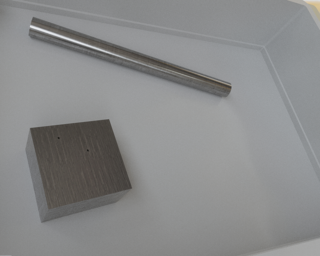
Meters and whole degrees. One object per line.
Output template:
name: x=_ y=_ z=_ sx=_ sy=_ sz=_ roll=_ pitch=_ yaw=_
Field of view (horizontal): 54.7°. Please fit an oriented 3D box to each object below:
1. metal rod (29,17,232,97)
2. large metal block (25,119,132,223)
metal rod: x=-0.028 y=-0.096 z=0.450 sx=0.302 sy=0.025 sz=0.025 roll=14 pitch=56 yaw=-21
large metal block: x=-0.086 y=0.042 z=0.319 sx=0.081 sy=0.050 sz=0.080 roll=-8 pitch=66 yaw=-32
